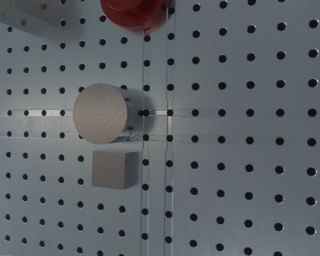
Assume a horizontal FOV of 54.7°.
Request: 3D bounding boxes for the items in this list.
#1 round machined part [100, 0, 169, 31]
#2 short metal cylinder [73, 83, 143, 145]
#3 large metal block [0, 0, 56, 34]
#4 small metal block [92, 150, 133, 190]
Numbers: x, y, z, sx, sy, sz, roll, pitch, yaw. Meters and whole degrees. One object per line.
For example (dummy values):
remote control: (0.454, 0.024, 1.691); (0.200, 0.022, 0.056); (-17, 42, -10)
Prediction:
round machined part: (-0.039, -0.185, 0.417); (0.098, 0.042, 0.097); (0, 90, 20)
short metal cylinder: (-0.070, -0.018, 0.424); (0.080, 0.050, 0.079); (0, 90, 20)
large metal block: (-0.205, -0.195, 0.456); (0.050, 0.080, 0.080); (-8, 87, 20)
small metal block: (-0.067, 0.058, 0.436); (0.050, 0.025, 0.050); (2, 91, 20)
